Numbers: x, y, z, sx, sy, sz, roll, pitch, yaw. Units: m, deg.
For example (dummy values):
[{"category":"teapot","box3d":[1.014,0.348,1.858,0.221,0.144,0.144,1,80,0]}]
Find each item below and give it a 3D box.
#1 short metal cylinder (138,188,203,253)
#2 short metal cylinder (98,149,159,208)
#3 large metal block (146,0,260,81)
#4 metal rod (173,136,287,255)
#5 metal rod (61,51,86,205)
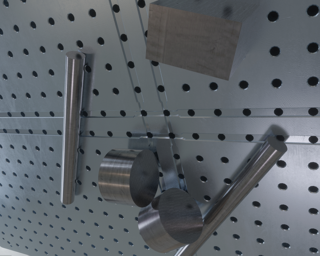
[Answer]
[{"category":"short metal cylinder","box3d":[0.015,0.134,0.451,0.080,0.080,0.050,46,129,-4]},{"category":"short metal cylinder","box3d":[-0.042,0.069,0.441,0.050,0.080,0.080,0,119,28]},{"category":"large metal block","box3d":[0.042,-0.092,0.296,0.080,0.080,0.050,19,126,17]},{"category":"metal rod","box3d":[0.083,0.124,0.444,0.025,0.025,0.298,31,129,8]},{"category":"metal rod","box3d":[-0.143,0.019,0.498,0.025,0.025,0.298,25,127,13]}]
